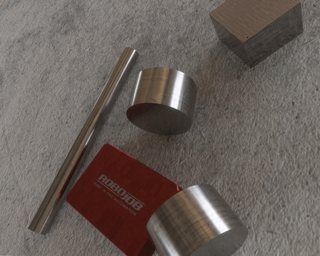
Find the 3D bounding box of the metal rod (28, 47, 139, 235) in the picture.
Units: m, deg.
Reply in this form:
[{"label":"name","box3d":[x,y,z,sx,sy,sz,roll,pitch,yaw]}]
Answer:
[{"label":"metal rod","box3d":[-0.103,0.006,0.454,0.025,0.025,0.300,11,67,33]}]

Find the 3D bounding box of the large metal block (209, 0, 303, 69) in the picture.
[{"label":"large metal block","box3d":[0.125,-0.139,0.407,0.080,0.050,0.080,-35,51,5]}]

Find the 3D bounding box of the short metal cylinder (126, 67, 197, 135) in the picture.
[{"label":"short metal cylinder","box3d":[0.003,-0.031,0.386,0.080,0.080,0.050,-2,61,27]}]

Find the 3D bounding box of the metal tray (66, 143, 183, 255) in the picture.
[{"label":"metal tray","box3d":[-0.043,0.083,0.372,0.130,0.030,0.090,26,76,37]}]

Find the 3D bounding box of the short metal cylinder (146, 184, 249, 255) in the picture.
[{"label":"short metal cylinder","box3d":[0.034,0.099,0.290,0.080,0.080,0.050,-39,51,2]}]
